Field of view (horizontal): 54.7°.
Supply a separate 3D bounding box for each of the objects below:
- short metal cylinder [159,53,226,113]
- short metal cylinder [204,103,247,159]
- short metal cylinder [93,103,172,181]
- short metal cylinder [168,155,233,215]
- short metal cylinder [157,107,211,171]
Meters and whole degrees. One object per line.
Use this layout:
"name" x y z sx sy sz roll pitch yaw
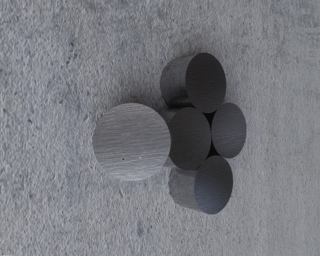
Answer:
"short metal cylinder" 0.046 -0.060 0.428 0.081 0.050 0.080 0 90 -40
"short metal cylinder" 0.084 0.004 0.460 0.081 0.050 0.080 0 90 -40
"short metal cylinder" -0.027 0.015 0.340 0.080 0.050 0.080 0 89 4
"short metal cylinder" 0.058 0.077 0.439 0.081 0.050 0.080 0 90 -40
"short metal cylinder" 0.022 0.013 0.408 0.081 0.050 0.080 0 90 -40
